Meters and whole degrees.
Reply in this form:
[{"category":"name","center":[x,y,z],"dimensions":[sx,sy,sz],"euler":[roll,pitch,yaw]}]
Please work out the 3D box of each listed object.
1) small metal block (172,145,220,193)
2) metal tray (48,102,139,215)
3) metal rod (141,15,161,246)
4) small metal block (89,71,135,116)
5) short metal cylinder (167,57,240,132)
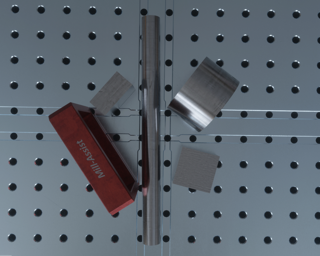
[{"category":"small metal block","center":[0.047,0.054,0.415],"dimensions":[0.050,0.025,0.050],"euler":[15,90,-1]},{"category":"metal tray","center":[-0.075,0.033,0.379],"dimensions":[0.030,0.090,0.130],"euler":[-33,90,0]},{"category":"metal rod","center":[-0.012,0.003,0.413],"dimensions":[0.025,0.025,0.298],"euler":[0,90,-1]},{"category":"small metal block","center":[-0.059,-0.042,0.399],"dimensions":[0.025,0.050,0.050],"euler":[41,90,-1]},{"category":"short metal cylinder","center":[0.053,-0.041,0.386],"dimensions":[0.050,0.080,0.080],"euler":[38,90,-1]}]
